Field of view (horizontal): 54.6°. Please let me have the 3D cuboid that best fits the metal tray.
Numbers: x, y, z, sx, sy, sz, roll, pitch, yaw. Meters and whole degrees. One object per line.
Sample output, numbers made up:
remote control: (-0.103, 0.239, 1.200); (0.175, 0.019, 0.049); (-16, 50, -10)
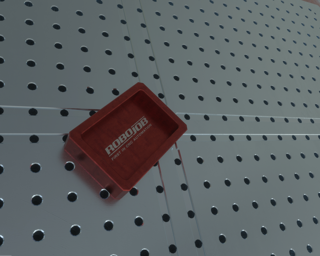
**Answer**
metal tray: (-0.036, 0.010, 0.378); (0.090, 0.030, 0.131); (44, 51, 2)
